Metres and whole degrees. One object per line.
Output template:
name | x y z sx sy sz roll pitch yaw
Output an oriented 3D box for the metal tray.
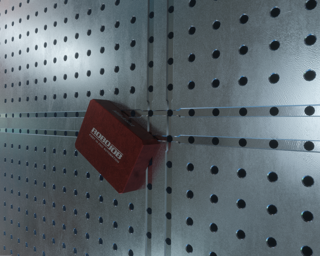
metal tray | -0.071 0.024 0.466 0.130 0.030 0.089 37 113 34
